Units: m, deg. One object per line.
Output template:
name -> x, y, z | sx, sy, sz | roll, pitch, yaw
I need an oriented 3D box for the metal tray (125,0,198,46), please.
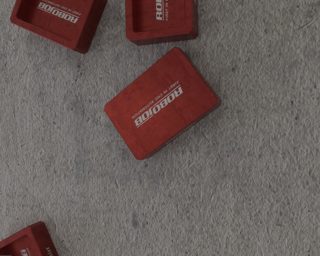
metal tray -> 0.001, -0.180, 0.405 | 0.090, 0.030, 0.129 | -1, 90, 20

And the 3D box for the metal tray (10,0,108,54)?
metal tray -> -0.152, -0.175, 0.459 | 0.130, 0.030, 0.090 | 26, 98, 18

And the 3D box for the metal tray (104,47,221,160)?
metal tray -> 0.001, -0.030, 0.406 | 0.130, 0.030, 0.090 | -37, 78, 16

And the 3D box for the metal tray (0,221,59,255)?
metal tray -> -0.196, 0.222, 0.475 | 0.090, 0.030, 0.130 | -31, 80, 17
